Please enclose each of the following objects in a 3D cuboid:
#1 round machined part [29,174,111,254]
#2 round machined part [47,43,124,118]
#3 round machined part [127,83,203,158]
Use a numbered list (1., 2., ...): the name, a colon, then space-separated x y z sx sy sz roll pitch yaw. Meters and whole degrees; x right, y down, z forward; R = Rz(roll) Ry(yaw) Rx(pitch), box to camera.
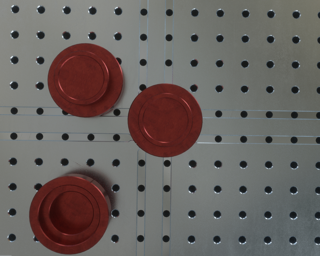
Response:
1. round machined part: -0.113 0.108 0.404 0.099 0.042 0.097 0 90 -1
2. round machined part: -0.098 -0.062 0.404 0.099 0.042 0.097 0 90 -1
3. round machined part: 0.007 -0.010 0.405 0.099 0.042 0.097 0 90 -1
